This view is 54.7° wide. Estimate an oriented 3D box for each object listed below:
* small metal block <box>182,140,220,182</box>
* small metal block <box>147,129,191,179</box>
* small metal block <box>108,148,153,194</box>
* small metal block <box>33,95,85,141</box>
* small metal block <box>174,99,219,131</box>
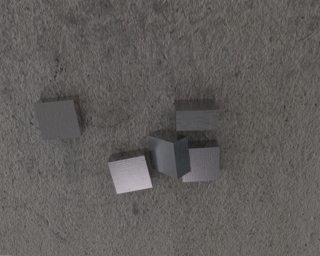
[{"bbox_3d":[0.055,0.045,0.427,0.050,0.025,0.050,-4,110,1],"label":"small metal block"},{"bbox_3d":[0.011,0.033,0.407,0.025,0.050,0.050,-24,116,-37],"label":"small metal block"},{"bbox_3d":[-0.040,0.060,0.431,0.050,0.025,0.050,-11,110,4],"label":"small metal block"},{"bbox_3d":[-0.130,-0.014,0.403,0.050,0.025,0.050,-6,110,2],"label":"small metal block"},{"bbox_3d":[0.044,-0.017,0.390,0.050,0.050,0.025,-1,110,0],"label":"small metal block"}]
